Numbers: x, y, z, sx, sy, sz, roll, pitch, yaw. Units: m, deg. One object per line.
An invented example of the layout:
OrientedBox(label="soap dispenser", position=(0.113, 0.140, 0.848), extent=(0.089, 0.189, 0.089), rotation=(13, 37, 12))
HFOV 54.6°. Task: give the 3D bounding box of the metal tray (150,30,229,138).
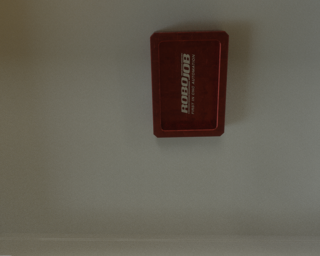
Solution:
OrientedBox(label="metal tray", position=(0.035, -0.054, 0.388), extent=(0.090, 0.030, 0.129), rotation=(-1, 110, 0))
